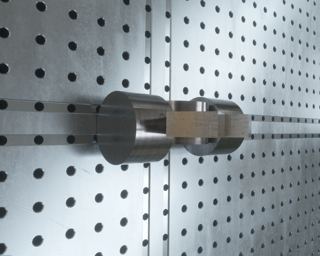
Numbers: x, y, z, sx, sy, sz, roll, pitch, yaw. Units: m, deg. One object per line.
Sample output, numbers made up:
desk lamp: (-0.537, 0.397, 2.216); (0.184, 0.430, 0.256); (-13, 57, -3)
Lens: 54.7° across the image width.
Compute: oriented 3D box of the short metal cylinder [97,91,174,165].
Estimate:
short metal cylinder: (-0.029, 0.000, 0.348); (0.050, 0.080, 0.080); (1, 89, -40)

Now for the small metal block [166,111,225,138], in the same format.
small metal block: (0.038, -0.003, 0.319); (0.050, 0.050, 0.025); (1, 90, -72)

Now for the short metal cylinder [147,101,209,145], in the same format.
short metal cylinder: (0.021, -0.006, 0.391); (0.081, 0.080, 0.050); (1, 89, -40)

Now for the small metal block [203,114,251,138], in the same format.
small metal block: (0.078, -0.002, 0.359); (0.050, 0.050, 0.025); (1, 90, -71)

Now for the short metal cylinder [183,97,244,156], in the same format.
short metal cylinder: (0.071, -0.002, 0.432); (0.050, 0.080, 0.080); (1, 90, -39)
